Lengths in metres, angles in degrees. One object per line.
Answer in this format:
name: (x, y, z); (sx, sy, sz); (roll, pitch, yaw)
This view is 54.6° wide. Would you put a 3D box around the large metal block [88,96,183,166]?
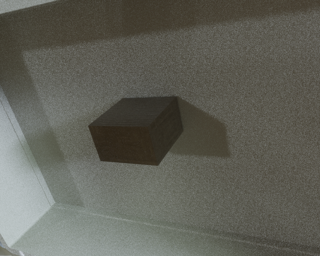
large metal block: (-0.027, 0.001, 0.385); (0.080, 0.080, 0.050); (1, 119, 27)
